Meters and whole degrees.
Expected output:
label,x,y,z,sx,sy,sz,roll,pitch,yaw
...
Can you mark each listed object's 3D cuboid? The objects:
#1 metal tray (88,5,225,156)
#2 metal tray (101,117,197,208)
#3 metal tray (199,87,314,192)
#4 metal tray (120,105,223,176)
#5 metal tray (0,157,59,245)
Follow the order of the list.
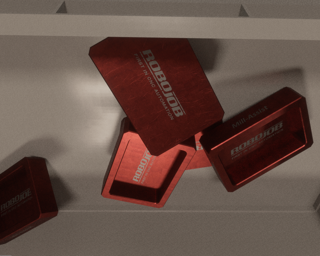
label,x,y,z,sx,sy,sz,roll,pitch,yaw
metal tray,-0.001,-0.047,0.324,0.090,0.030,0.130,-30,108,0
metal tray,-0.018,0.050,0.407,0.091,0.030,0.129,14,129,-13
metal tray,0.125,0.017,0.395,0.130,0.030,0.090,-30,127,0
metal tray,0.021,0.019,0.422,0.131,0.030,0.090,-10,130,7
metal tray,-0.214,0.109,0.455,0.130,0.090,0.030,-31,159,23
